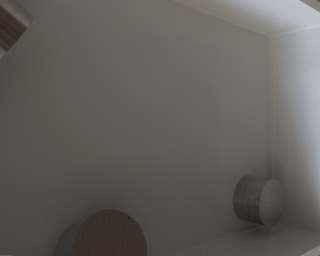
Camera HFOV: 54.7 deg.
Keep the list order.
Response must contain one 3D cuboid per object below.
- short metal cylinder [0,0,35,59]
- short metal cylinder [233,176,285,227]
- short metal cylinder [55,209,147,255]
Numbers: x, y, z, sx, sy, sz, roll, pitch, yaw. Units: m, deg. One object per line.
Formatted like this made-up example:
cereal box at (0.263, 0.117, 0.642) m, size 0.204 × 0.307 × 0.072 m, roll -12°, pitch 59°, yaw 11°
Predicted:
short metal cylinder at (-0.149, -0.078, 0.247) m, size 0.050 × 0.080 × 0.080 m, roll 44°, pitch 64°, yaw -32°
short metal cylinder at (0.173, 0.126, 0.539) m, size 0.081 × 0.050 × 0.079 m, roll 0°, pitch 90°, yaw -40°
short metal cylinder at (-0.061, 0.131, 0.322) m, size 0.081 × 0.050 × 0.080 m, roll 19°, pitch 54°, yaw -29°
